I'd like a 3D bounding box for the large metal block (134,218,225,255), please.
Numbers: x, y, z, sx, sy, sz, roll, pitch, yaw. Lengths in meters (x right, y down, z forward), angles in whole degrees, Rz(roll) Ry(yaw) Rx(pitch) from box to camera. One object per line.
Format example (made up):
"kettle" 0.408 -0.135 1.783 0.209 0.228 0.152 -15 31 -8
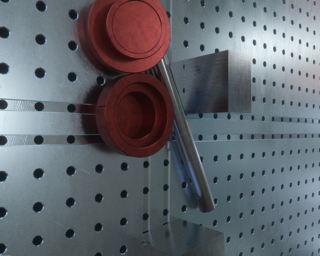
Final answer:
"large metal block" 0.026 0.161 0.395 0.081 0.080 0.050 -9 96 -40

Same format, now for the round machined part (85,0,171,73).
"round machined part" -0.032 -0.112 0.353 0.099 0.042 0.097 -4 99 -23

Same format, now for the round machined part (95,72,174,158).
"round machined part" -0.033 -0.015 0.370 0.099 0.042 0.097 0 90 -40

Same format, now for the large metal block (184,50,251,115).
"large metal block" 0.080 -0.060 0.441 0.050 0.080 0.079 0 90 -40

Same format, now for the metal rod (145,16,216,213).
"metal rod" 0.024 -0.014 0.429 0.025 0.025 0.298 -31 110 -36
